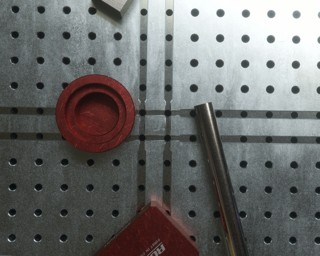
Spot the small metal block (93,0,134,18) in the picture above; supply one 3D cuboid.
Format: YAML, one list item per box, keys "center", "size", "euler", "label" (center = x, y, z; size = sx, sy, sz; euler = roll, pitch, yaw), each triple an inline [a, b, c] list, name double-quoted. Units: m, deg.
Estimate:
- center: [-0.060, -0.185, 0.412]
  size: [0.050, 0.025, 0.050]
  euler: [32, 90, -1]
  label: "small metal block"

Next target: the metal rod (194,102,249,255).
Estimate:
- center: [0.093, 0.113, 0.414]
  size: [0.025, 0.025, 0.298]
  euler: [-14, 90, 0]
  label: "metal rod"

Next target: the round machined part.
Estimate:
- center: [-0.080, -0.018, 0.404]
  size: [0.099, 0.042, 0.097]
  euler: [0, 90, -1]
  label: "round machined part"

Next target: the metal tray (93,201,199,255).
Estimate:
- center: [-0.025, 0.174, 0.411]
  size: [0.130, 0.030, 0.090]
  euler: [-43, 91, 0]
  label: "metal tray"
